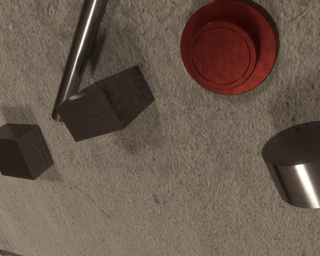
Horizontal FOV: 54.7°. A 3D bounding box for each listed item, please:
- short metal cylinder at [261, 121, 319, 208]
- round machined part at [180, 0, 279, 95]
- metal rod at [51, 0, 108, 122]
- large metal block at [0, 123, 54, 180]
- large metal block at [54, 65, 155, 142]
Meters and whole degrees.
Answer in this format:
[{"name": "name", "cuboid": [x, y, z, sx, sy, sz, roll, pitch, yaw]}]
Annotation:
[{"name": "short metal cylinder", "cuboid": [0.151, 0.035, 0.313, 0.080, 0.080, 0.050, -17, 110, 34]}, {"name": "round machined part", "cuboid": [0.066, -0.078, 0.312, 0.098, 0.042, 0.097, 13, 124, 20]}, {"name": "metal rod", "cuboid": [-0.092, -0.116, 0.381, 0.025, 0.025, 0.298, 35, 129, 4]}, {"name": "large metal block", "cuboid": [-0.245, 0.040, 0.541, 0.080, 0.050, 0.079, 3, 120, 26]}, {"name": "large metal block", "cuboid": [-0.066, -0.031, 0.385, 0.080, 0.080, 0.050, -14, 111, 33]}]
